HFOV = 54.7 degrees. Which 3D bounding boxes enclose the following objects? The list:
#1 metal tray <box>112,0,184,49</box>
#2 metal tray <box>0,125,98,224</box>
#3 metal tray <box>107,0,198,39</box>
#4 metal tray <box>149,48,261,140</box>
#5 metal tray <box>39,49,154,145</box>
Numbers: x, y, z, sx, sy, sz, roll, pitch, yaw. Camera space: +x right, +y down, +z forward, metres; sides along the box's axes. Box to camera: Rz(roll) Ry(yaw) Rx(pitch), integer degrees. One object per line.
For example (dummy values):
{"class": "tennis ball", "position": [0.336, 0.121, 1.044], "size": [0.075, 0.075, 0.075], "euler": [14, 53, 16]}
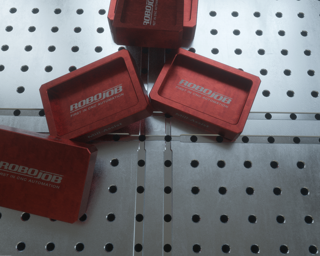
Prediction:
{"class": "metal tray", "position": [-0.012, -0.170, 0.439], "size": [0.091, 0.030, 0.130], "euler": [4, 56, 0]}
{"class": "metal tray", "position": [-0.149, 0.053, 0.370], "size": [0.131, 0.030, 0.089], "euler": [12, 94, 4]}
{"class": "metal tray", "position": [-0.008, -0.188, 0.477], "size": [0.131, 0.030, 0.090], "euler": [6, 70, 1]}
{"class": "metal tray", "position": [0.061, -0.049, 0.427], "size": [0.130, 0.030, 0.090], "euler": [22, 71, 7]}
{"class": "metal tray", "position": [-0.084, -0.037, 0.405], "size": [0.130, 0.030, 0.090], "euler": [-22, 71, 6]}
